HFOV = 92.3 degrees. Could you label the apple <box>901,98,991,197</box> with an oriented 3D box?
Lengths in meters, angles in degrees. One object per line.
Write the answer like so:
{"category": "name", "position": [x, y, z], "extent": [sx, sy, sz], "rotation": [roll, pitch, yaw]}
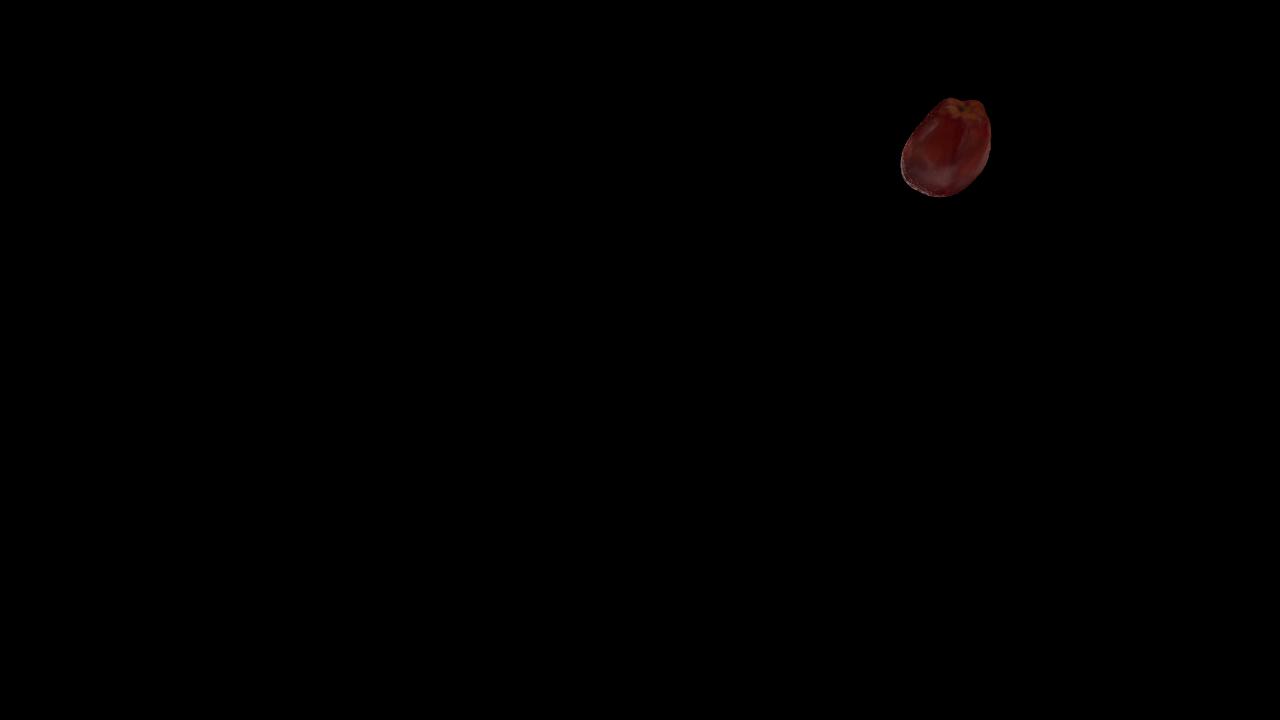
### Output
{"category": "apple", "position": [0.299, -0.206, 0.604], "extent": [0.079, 0.079, 0.093], "rotation": [0, -32, 3]}
